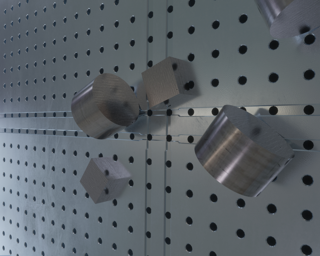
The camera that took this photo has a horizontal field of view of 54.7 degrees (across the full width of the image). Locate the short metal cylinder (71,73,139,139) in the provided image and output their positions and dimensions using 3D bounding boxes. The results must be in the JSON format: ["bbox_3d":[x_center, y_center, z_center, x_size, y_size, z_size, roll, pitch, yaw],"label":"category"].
[{"bbox_3d":[-0.076,-0.030,0.436,0.050,0.081,0.080,-28,72,36],"label":"short metal cylinder"}]

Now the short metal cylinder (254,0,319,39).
[{"bbox_3d":[0.125,-0.123,0.270,0.080,0.081,0.050,-30,72,36],"label":"short metal cylinder"}]

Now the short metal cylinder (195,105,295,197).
[{"bbox_3d":[0.082,0.021,0.306,0.080,0.081,0.050,47,118,30],"label":"short metal cylinder"}]

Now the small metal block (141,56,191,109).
[{"bbox_3d":[0.007,-0.058,0.403,0.050,0.025,0.050,-23,76,37],"label":"small metal block"}]

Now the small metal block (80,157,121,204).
[{"bbox_3d":[-0.095,0.082,0.488,0.050,0.025,0.050,45,117,30],"label":"small metal block"}]
